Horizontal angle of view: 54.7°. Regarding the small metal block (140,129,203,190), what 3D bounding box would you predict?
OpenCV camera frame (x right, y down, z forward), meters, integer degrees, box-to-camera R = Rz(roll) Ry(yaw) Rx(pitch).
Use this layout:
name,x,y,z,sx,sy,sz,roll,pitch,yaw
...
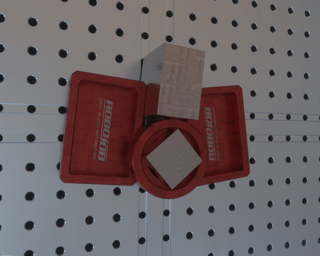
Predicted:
name,x,y,z,sx,sy,sz,roll,pitch,yaw
small metal block,0.013,0.036,0.369,0.050,0.025,0.050,-41,103,-15

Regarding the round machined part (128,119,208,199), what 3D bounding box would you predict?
name,x,y,z,sx,sy,sz,roll,pitch,yaw
round machined part,0.008,0.037,0.392,0.099,0.042,0.097,0,90,-20

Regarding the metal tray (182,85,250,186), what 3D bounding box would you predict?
name,x,y,z,sx,sy,sz,roll,pitch,yaw
metal tray,0.074,0.009,0.433,0.091,0.030,0.129,-7,93,-20

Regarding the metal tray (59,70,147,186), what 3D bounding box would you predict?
name,x,y,z,sx,sy,sz,roll,pitch,yaw
metal tray,-0.070,0.002,0.380,0.091,0.030,0.129,7,88,-20

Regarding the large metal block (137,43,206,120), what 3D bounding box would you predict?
name,x,y,z,sx,sy,sz,roll,pitch,yaw
large metal block,0.011,-0.052,0.383,0.050,0.080,0.080,7,88,-20
